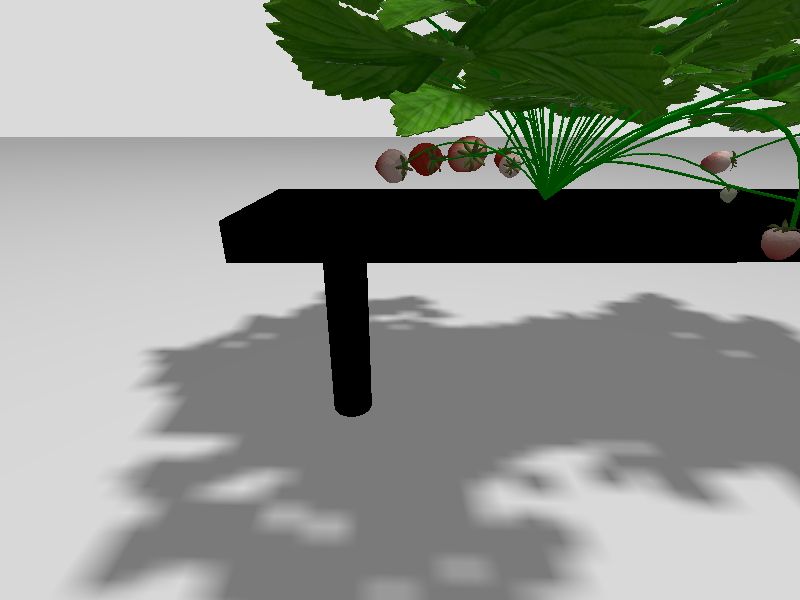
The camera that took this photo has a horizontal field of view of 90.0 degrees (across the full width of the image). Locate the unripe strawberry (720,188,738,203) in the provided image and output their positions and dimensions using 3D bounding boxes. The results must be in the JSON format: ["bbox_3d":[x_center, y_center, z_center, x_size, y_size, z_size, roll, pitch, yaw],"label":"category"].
[{"bbox_3d":[0.273,-0.087,0.332,0.010,0.012,0.012,-10,22,9],"label":"unripe strawberry"}]

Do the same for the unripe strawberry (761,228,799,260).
[{"bbox_3d":[0.169,-0.025,0.178,0.013,0.014,0.015,-6,24,-13],"label":"unripe strawberry"}]

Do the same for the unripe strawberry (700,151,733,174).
[{"bbox_3d":[0.404,-0.176,0.512,0.032,0.027,0.032,-20,18,-38],"label":"unripe strawberry"}]

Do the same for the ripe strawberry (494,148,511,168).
[{"bbox_3d":[0.147,-0.201,0.572,0.024,0.028,0.027,2,-25,5],"label":"ripe strawberry"}]

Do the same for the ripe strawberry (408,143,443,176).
[{"bbox_3d":[0.030,-0.174,0.495,0.043,0.039,0.039,-12,26,-26],"label":"ripe strawberry"}]

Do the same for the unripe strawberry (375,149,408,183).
[{"bbox_3d":[-0.011,-0.149,0.446,0.038,0.037,0.035,19,30,37],"label":"unripe strawberry"}]

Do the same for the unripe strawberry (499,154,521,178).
[{"bbox_3d":[0.135,-0.166,0.494,0.026,0.028,0.028,1,23,3],"label":"unripe strawberry"}]

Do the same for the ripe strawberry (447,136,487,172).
[{"bbox_3d":[0.086,-0.192,0.526,0.052,0.045,0.052,-4,23,-10],"label":"ripe strawberry"}]
